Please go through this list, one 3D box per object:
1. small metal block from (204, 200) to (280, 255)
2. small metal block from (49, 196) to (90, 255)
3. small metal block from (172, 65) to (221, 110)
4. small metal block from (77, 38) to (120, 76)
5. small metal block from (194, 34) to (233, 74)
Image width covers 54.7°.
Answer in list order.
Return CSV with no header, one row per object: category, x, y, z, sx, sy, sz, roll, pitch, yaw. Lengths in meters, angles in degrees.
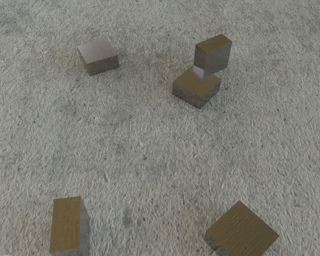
small metal block,0.081,0.110,0.311,0.050,0.025,0.050,-34,58,-25
small metal block,-0.086,0.102,0.301,0.025,0.050,0.050,-6,50,-5
small metal block,0.054,-0.061,0.454,0.050,0.025,0.050,32,57,24
small metal block,-0.099,-0.115,0.499,0.050,0.025,0.050,-21,53,-17
small metal block,0.081,-0.111,0.481,0.050,0.050,0.025,-27,55,-21
